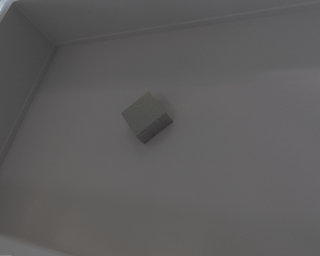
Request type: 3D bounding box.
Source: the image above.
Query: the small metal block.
[{"bbox_3d":[-0.018,-0.015,0.425,0.050,0.025,0.050,-38,51,2],"label":"small metal block"}]
